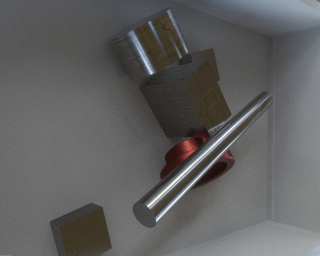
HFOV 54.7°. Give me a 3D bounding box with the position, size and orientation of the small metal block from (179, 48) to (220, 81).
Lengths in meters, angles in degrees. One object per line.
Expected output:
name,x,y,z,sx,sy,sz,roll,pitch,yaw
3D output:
small metal block,0.059,-0.087,0.458,0.050,0.025,0.050,-24,106,-38

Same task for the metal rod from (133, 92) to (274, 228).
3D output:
metal rod,0.074,0.015,0.368,0.302,0.025,0.025,-34,112,-46

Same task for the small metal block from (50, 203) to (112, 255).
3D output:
small metal block,-0.085,0.117,0.337,0.050,0.025,0.050,-18,102,-39

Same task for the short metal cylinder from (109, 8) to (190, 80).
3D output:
short metal cylinder,-0.013,-0.098,0.362,0.080,0.080,0.050,-43,116,-32

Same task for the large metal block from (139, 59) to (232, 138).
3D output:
large metal block,0.033,-0.035,0.400,0.050,0.080,0.080,-44,117,-32

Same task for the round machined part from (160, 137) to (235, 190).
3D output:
round machined part,0.045,0.046,0.412,0.099,0.097,0.042,2,54,-40
